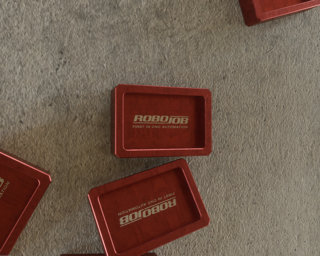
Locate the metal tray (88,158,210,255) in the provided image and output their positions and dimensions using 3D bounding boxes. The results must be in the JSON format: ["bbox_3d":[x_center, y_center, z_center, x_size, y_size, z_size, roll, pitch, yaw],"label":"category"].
[{"bbox_3d":[-0.014,0.100,0.385,0.131,0.030,0.090,-16,76,-20],"label":"metal tray"}]

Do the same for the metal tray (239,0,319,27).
[{"bbox_3d":[0.180,-0.215,0.471,0.131,0.030,0.090,-20,97,-19],"label":"metal tray"}]

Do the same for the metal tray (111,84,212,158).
[{"bbox_3d":[0.003,-0.008,0.406,0.131,0.030,0.089,0,89,-20],"label":"metal tray"}]

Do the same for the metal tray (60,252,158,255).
[{"bbox_3d":[-0.064,0.205,0.382,0.131,0.030,0.089,8,88,-20],"label":"metal tray"}]

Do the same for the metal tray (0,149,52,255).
[{"bbox_3d":[-0.191,0.090,0.335,0.090,0.030,0.130,31,80,-18],"label":"metal tray"}]
